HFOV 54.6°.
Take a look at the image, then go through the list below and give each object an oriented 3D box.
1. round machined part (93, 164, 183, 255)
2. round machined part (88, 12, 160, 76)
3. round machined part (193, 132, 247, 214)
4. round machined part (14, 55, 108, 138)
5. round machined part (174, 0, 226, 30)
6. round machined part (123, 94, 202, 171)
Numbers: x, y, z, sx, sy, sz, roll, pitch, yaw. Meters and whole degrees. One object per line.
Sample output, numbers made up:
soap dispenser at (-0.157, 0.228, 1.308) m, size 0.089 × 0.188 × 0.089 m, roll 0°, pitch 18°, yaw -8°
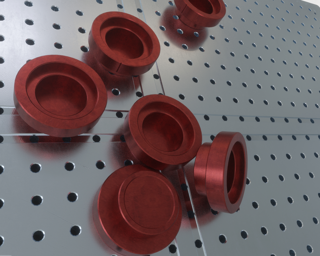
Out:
round machined part at (-0.019, 0.085, 0.335) m, size 0.099 × 0.042 × 0.098 m, roll 14°, pitch 56°, yaw -21°
round machined part at (-0.053, -0.113, 0.437) m, size 0.099 × 0.042 × 0.098 m, roll 13°, pitch 56°, yaw -21°
round machined part at (0.074, 0.053, 0.383) m, size 0.099 × 0.042 × 0.097 m, roll -8°, pitch 99°, yaw -59°
round machined part at (-0.114, -0.032, 0.355) m, size 0.099 × 0.042 × 0.098 m, roll 13°, pitch 56°, yaw -21°
round machined part at (0.068, -0.221, 0.567) m, size 0.099 × 0.042 × 0.098 m, roll 13°, pitch 56°, yaw -21°
round machined part at (0.000, 0.009, 0.390) m, size 0.099 × 0.042 × 0.098 m, roll 14°, pitch 55°, yaw -20°
